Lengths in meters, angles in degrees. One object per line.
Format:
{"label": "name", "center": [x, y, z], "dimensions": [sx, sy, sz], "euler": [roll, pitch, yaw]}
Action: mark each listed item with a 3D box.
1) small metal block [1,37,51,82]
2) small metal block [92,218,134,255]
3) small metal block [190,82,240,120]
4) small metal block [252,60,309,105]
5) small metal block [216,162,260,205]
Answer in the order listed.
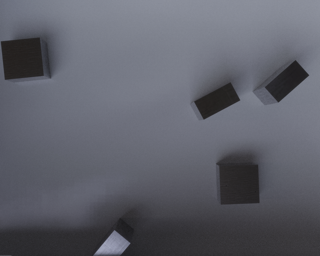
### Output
{"label": "small metal block", "center": [-0.177, -0.089, 0.410], "dimensions": [0.050, 0.025, 0.050], "euler": [-6, 90, 0]}
{"label": "small metal block", "center": [-0.061, 0.150, 0.398], "dimensions": [0.025, 0.050, 0.050], "euler": [40, 90, 0]}
{"label": "small metal block", "center": [0.069, -0.033, 0.399], "dimensions": [0.050, 0.050, 0.025], "euler": [-28, 90, 0]}
{"label": "small metal block", "center": [0.154, -0.057, 0.400], "dimensions": [0.050, 0.050, 0.025], "euler": [-42, 90, 0]}
{"label": "small metal block", "center": [0.103, 0.073, 0.412], "dimensions": [0.050, 0.025, 0.050], "euler": [-2, 90, 0]}
